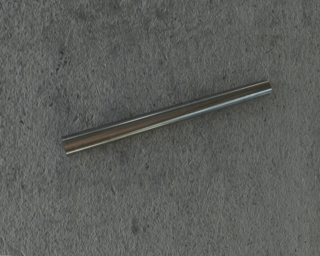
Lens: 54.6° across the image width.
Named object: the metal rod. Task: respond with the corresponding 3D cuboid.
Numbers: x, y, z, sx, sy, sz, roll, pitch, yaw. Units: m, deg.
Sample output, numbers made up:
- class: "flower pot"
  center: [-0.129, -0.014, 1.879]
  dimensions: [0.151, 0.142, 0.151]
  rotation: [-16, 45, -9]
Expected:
- class: "metal rod"
  center: [0.023, -0.019, 0.416]
  dimensions: [0.302, 0.025, 0.025]
  rotation: [-17, 96, -19]
